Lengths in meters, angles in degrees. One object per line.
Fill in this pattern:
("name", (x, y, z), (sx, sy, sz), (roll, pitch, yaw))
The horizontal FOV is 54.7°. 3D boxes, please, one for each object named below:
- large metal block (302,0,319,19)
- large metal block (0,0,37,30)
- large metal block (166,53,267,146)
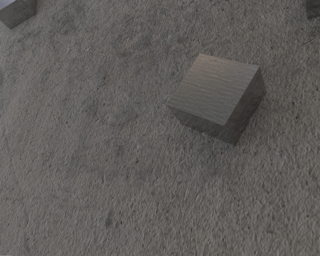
("large metal block", (0.221, -0.195, 0.392), (0.080, 0.050, 0.080), (-11, 57, 22))
("large metal block", (-0.352, -0.301, 0.758), (0.080, 0.050, 0.080), (-24, 53, 13))
("large metal block", (0.069, -0.036, 0.374), (0.080, 0.050, 0.080), (23, 74, 36))
